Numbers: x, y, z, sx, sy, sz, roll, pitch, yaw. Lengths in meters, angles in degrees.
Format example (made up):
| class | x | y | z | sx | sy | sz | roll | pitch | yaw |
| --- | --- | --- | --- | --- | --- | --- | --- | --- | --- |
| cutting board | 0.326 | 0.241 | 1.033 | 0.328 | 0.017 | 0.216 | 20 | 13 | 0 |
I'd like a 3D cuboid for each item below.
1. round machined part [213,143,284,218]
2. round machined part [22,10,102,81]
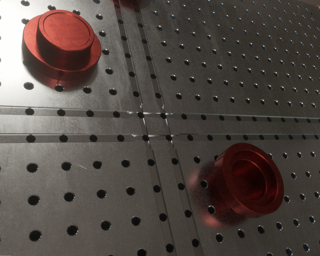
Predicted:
| class | x | y | z | sx | sy | sz | roll | pitch | yaw |
| --- | --- | --- | --- | --- | --- | --- | --- | --- | --- |
| round machined part | 0.113 | 0.072 | 0.416 | 0.099 | 0.042 | 0.098 | 14 | 56 | -21 |
| round machined part | -0.124 | -0.113 | 0.400 | 0.099 | 0.042 | 0.098 | 14 | 56 | -21 |
